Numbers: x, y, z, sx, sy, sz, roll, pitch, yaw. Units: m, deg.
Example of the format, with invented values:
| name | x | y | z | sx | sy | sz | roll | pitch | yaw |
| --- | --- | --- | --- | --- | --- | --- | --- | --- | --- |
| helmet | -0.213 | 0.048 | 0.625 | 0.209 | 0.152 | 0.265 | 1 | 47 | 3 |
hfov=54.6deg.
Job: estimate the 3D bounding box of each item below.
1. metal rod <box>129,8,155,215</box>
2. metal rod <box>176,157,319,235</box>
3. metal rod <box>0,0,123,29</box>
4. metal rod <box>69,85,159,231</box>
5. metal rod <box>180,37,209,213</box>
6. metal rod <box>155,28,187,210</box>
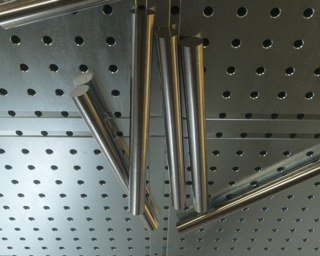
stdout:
| name | x | y | z | sx | sy | sz | roll | pitch | yaw |
| --- | --- | --- | --- | --- | --- | --- | --- | --- | --- |
| metal rod | -0.027 | 0.005 | 0.397 | 0.025 | 0.025 | 0.298 | 3 | 125 | -2 |
| metal rod | 0.154 | 0.110 | 0.506 | 0.299 | 0.025 | 0.025 | -32 | 123 | 24 |
| metal rod | -0.013 | -0.140 | 0.292 | 0.301 | 0.025 | 0.025 | -10 | 129 | 8 |
| metal rod | -0.056 | 0.065 | 0.465 | 0.025 | 0.025 | 0.299 | -12 | 129 | 10 |
| metal rod | 0.052 | 0.020 | 0.428 | 0.025 | 0.025 | 0.299 | -5 | 130 | 4 |
| metal rod | 0.019 | 0.013 | 0.422 | 0.025 | 0.025 | 0.298 | -4 | 130 | 3 |
